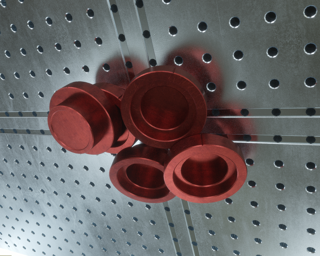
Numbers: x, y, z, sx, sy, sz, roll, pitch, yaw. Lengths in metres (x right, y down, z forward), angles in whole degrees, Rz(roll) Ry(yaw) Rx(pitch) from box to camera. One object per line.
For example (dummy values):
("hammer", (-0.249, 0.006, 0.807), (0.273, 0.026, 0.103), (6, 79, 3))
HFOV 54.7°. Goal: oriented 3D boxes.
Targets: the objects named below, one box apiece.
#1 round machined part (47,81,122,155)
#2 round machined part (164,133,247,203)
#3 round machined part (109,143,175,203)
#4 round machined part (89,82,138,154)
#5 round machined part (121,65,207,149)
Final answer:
("round machined part", (-0.102, -0.006, 0.393), (0.098, 0.042, 0.097), (13, 124, 20))
("round machined part", (0.054, 0.045, 0.383), (0.099, 0.042, 0.097), (1, 127, 1))
("round machined part", (-0.018, 0.059, 0.433), (0.099, 0.042, 0.097), (7, 133, 8))
("round machined part", (-0.065, -0.017, 0.422), (0.098, 0.042, 0.097), (13, 124, 20))
("round machined part", (0.006, -0.027, 0.367), (0.099, 0.042, 0.097), (4, 119, 7))
